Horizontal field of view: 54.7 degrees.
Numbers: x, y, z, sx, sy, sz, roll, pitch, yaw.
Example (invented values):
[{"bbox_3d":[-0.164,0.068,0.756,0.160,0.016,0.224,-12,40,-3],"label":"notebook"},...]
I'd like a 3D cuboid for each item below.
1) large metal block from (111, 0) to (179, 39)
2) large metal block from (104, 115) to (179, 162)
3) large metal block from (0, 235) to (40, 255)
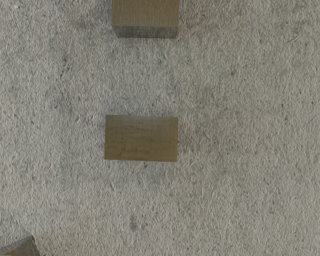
[{"bbox_3d":[-0.017,-0.162,0.397,0.081,0.050,0.080,1,90,0],"label":"large metal block"},{"bbox_3d":[-0.020,0.011,0.382,0.081,0.080,0.050,2,90,0],"label":"large metal block"},{"bbox_3d":[-0.196,0.198,0.396,0.080,0.050,0.080,-22,90,0],"label":"large metal block"}]
